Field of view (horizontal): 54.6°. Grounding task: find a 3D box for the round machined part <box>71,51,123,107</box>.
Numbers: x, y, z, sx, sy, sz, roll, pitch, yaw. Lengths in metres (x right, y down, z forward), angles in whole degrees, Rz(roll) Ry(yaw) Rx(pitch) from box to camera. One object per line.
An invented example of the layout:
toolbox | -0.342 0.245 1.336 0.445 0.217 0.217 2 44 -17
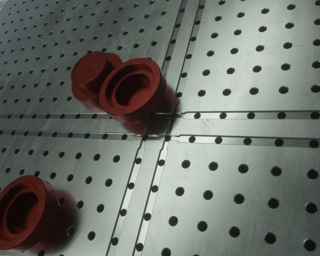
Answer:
round machined part | -0.105 -0.086 0.507 0.098 0.042 0.098 -13 56 21

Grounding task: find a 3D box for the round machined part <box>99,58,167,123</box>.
round machined part | -0.035 -0.050 0.447 0.098 0.042 0.098 -13 56 21

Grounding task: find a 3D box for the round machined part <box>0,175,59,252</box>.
round machined part | -0.179 0.117 0.421 0.098 0.042 0.098 -13 56 21
